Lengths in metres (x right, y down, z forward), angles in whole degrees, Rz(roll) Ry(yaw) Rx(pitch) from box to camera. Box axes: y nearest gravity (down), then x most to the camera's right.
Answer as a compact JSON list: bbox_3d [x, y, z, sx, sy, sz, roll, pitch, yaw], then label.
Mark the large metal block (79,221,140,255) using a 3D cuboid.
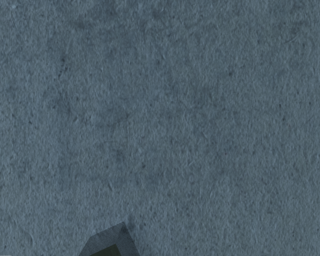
[{"bbox_3d":[-0.055,0.174,0.382,0.050,0.080,0.080,-25,90,0],"label":"large metal block"}]
